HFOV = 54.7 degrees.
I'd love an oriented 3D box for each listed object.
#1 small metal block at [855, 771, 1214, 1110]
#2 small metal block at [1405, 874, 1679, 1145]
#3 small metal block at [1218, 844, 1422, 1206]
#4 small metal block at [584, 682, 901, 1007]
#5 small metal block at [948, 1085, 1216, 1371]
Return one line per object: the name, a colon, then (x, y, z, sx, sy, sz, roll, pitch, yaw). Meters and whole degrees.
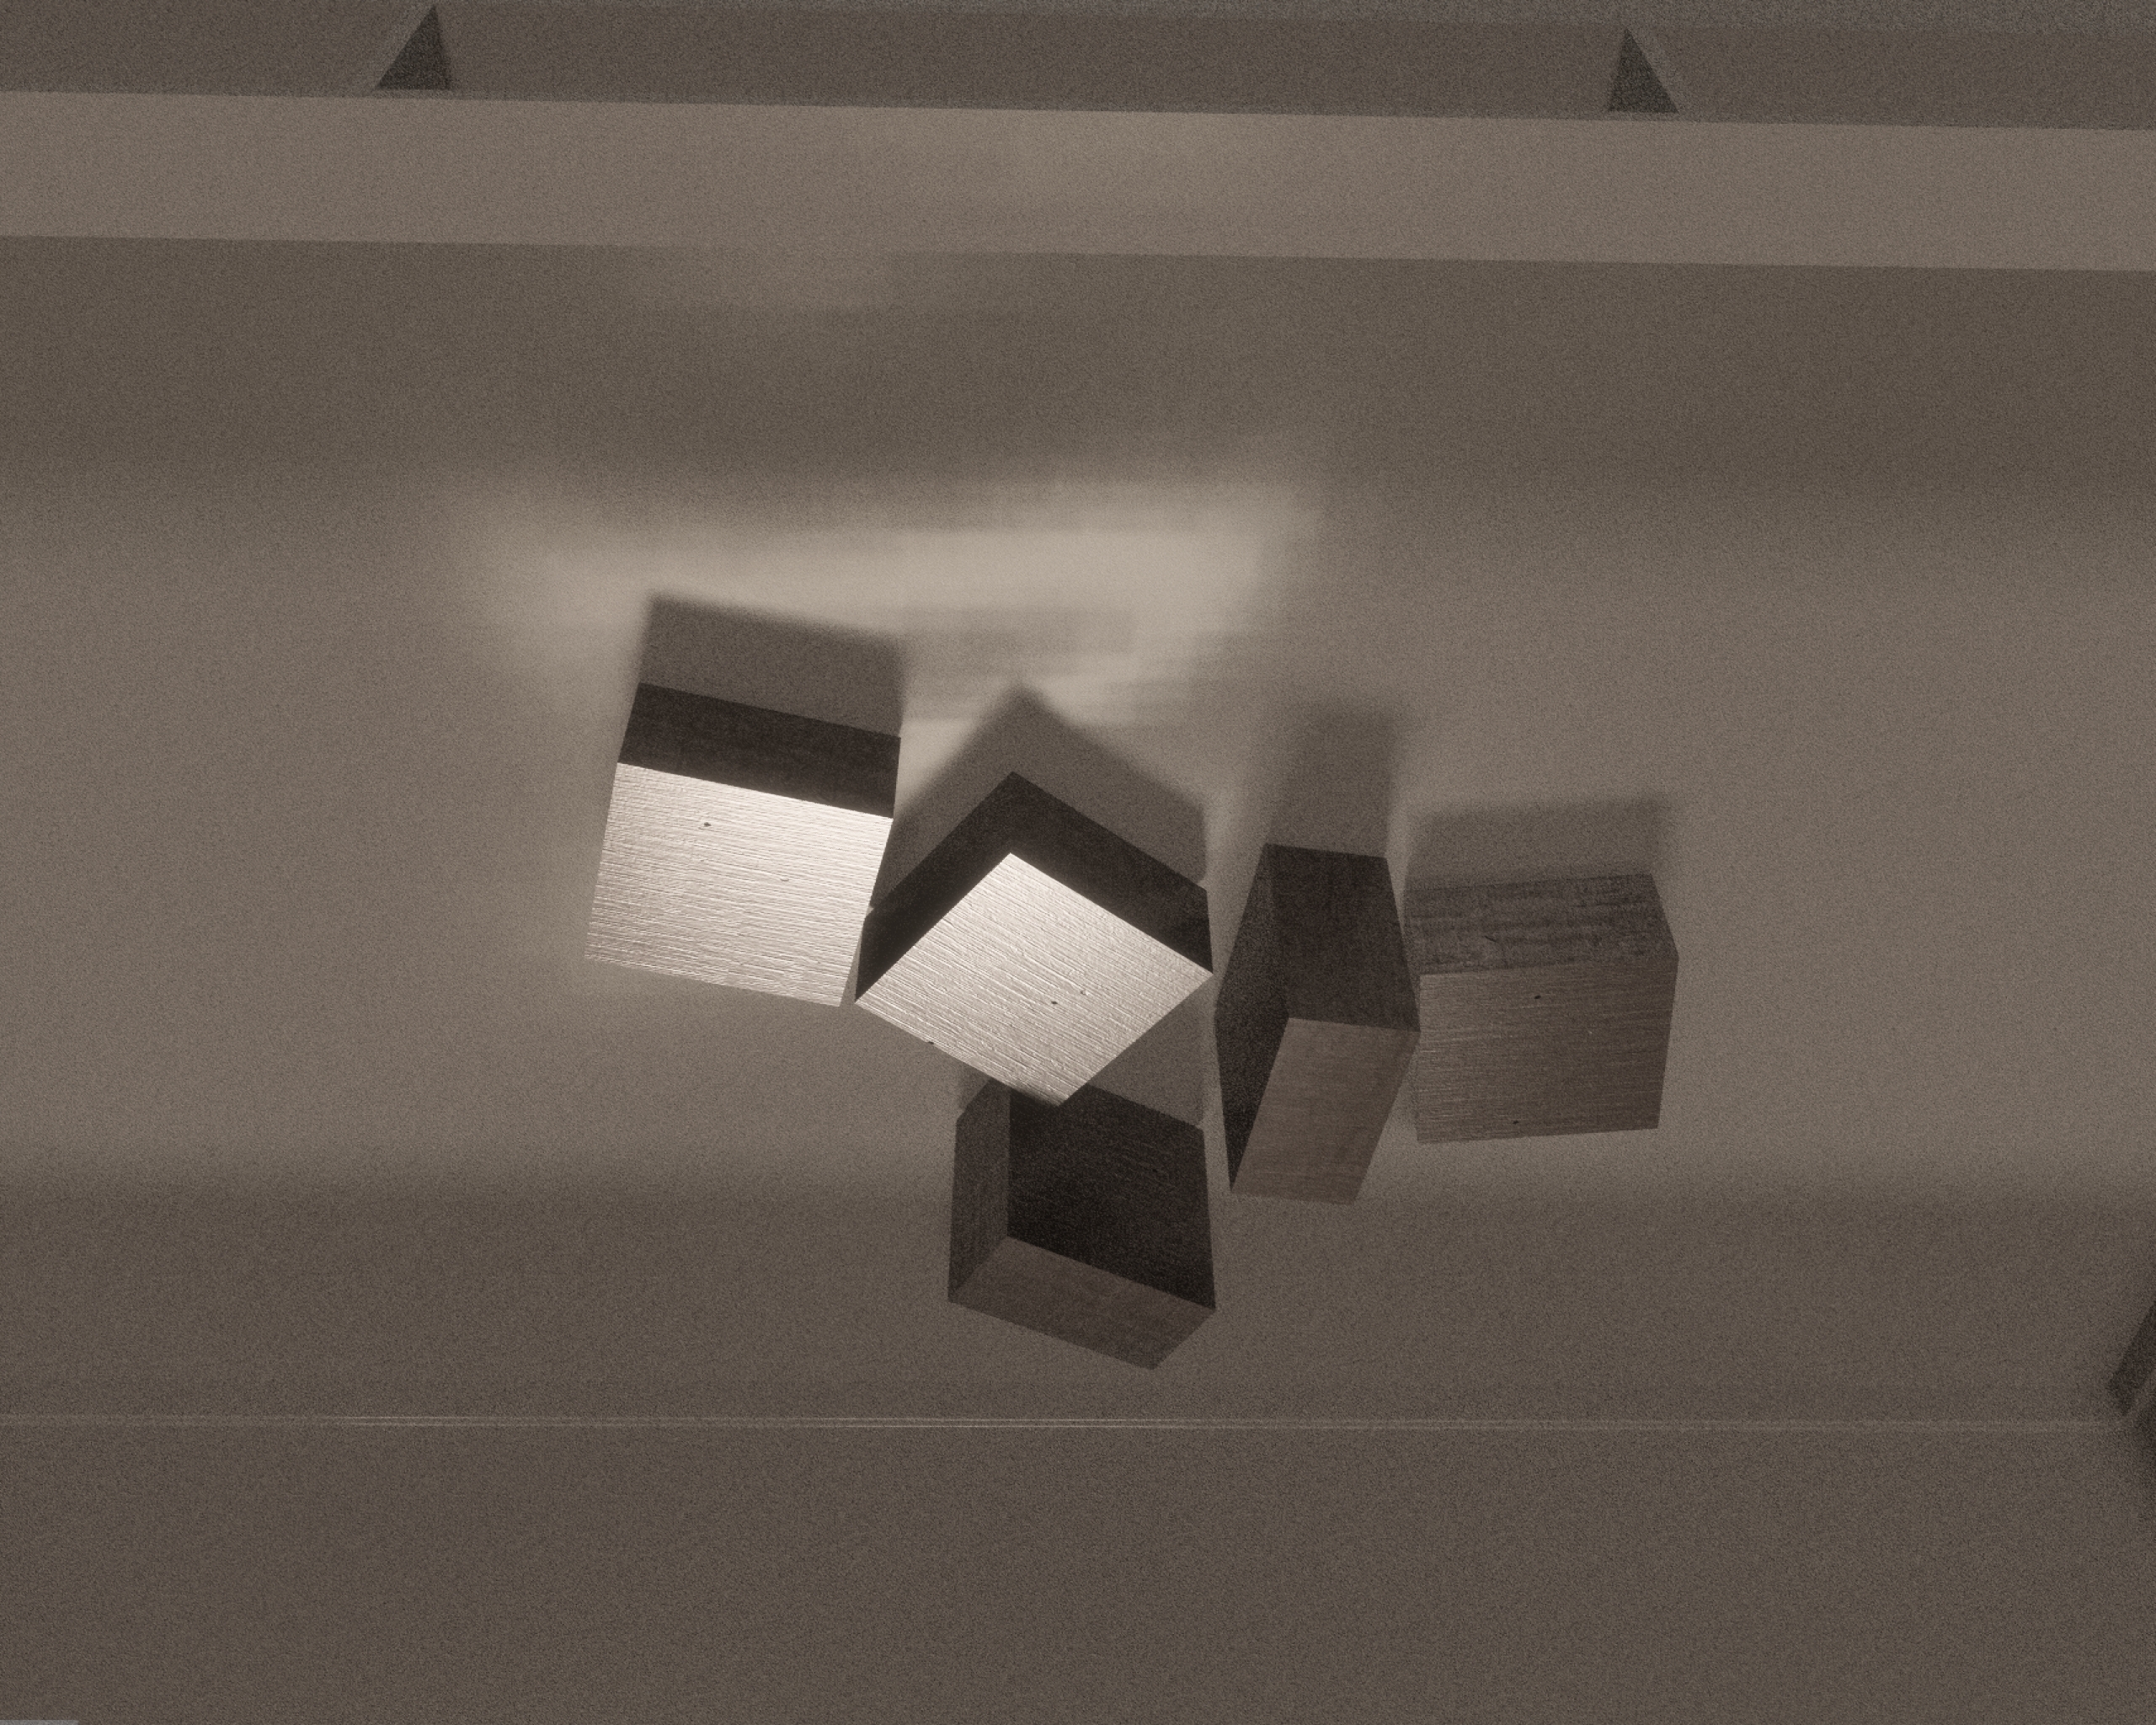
small metal block: (-0.009, 0.017, 0.420, 0.050, 0.025, 0.050, 31, 123, -24)
small metal block: (0.095, 0.031, 0.434, 0.050, 0.025, 0.050, -4, 130, 3)
small metal block: (0.047, 0.032, 0.419, 0.025, 0.050, 0.050, 7, 130, -7)
small metal block: (-0.065, -0.003, 0.403, 0.050, 0.025, 0.050, 12, 129, -10)
small metal block: (0.001, 0.076, 0.455, 0.050, 0.050, 0.025, 24, 127, -20)
